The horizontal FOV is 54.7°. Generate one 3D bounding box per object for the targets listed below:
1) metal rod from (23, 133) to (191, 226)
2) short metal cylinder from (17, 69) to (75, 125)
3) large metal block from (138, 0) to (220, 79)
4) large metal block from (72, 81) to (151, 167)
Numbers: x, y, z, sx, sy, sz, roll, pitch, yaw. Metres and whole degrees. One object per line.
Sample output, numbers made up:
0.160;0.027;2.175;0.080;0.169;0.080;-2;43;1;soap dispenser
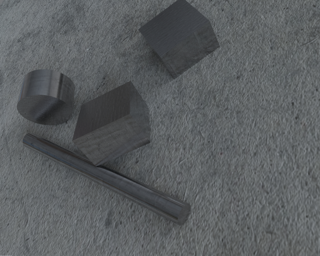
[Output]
-0.092;0.056;0.417;0.300;0.025;0.025;17;71;34;metal rod
-0.179;-0.047;0.491;0.080;0.080;0.050;-17;55;19;short metal cylinder
0.027;-0.133;0.455;0.080;0.050;0.080;-36;51;4;large metal block
-0.061;-0.007;0.410;0.080;0.050;0.080;-24;35;13;large metal block
